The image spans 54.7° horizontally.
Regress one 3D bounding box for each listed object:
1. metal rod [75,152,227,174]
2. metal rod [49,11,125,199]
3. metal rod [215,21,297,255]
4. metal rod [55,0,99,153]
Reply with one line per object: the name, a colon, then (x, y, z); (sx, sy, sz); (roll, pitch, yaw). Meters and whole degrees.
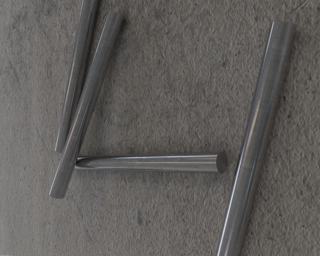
metal rod: (-0.046, 0.050, 0.442); (0.300, 0.025, 0.025); (-5, 87, 39)
metal rod: (-0.115, -0.030, 0.479); (0.025, 0.025, 0.298); (27, 100, 37)
metal rod: (0.093, 0.043, 0.327); (0.025, 0.025, 0.298); (18, 101, 38)
metal rod: (-0.137, -0.101, 0.518); (0.025, 0.025, 0.298); (23, 105, 37)
